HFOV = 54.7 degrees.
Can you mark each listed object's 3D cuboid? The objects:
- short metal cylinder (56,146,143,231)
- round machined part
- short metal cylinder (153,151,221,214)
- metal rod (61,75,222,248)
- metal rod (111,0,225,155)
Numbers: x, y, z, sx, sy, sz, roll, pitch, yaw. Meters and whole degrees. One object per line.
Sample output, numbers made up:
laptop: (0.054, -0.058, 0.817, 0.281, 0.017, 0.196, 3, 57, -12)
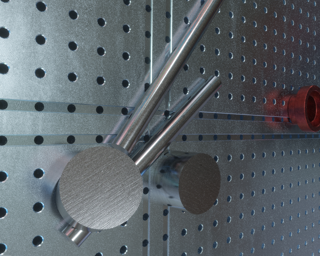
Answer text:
short metal cylinder: (-0.064, 0.064, 0.320, 0.081, 0.050, 0.080, 8, 67, -20)
round machined part: (0.308, -0.040, 0.656, 0.099, 0.042, 0.097, 0, 90, -40)
short metal cylinder: (0.038, 0.073, 0.424, 0.081, 0.050, 0.080, 0, 90, -40)
metal rod: (-0.006, 0.024, 0.404, 0.301, 0.025, 0.025, -46, 118, -30)
metal rod: (0.023, -0.093, 0.428, 0.025, 0.025, 0.300, 45, 63, -31)
